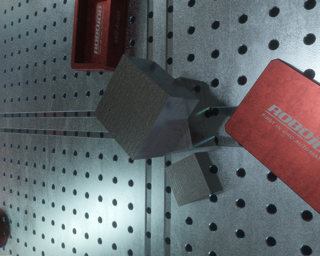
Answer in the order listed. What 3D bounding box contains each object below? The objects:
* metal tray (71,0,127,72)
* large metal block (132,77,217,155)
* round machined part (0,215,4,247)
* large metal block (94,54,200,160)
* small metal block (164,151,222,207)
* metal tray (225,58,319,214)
[{"bbox_3d":[-0.098,-0.155,0.486,0.090,0.030,0.129,9,96,39],"label":"metal tray"},{"bbox_3d":[0.015,-0.010,0.381,0.080,0.050,0.080,-15,80,39],"label":"large metal block"},{"bbox_3d":[-0.420,0.248,0.746,0.098,0.042,0.097,0,90,40],"label":"round machined part"},{"bbox_3d":[-0.018,-0.023,0.342,0.080,0.050,0.080,46,117,30],"label":"large metal block"},{"bbox_3d":[0.039,0.062,0.377,0.050,0.025,0.050,-33,70,35],"label":"small metal block"},{"bbox_3d":[0.137,0.006,0.293,0.130,0.030,0.089,46,117,30],"label":"metal tray"}]
